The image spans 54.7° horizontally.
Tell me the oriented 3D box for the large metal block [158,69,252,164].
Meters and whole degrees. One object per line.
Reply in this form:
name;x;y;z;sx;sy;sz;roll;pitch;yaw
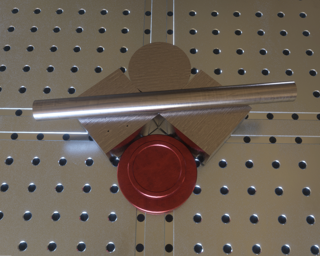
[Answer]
large metal block;0.055;-0.013;0.397;0.080;0.050;0.080;40;76;13

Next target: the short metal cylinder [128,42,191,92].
short metal cylinder;0.000;-0.068;0.419;0.081;0.050;0.080;0;70;0

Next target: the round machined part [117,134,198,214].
round machined part;-0.003;0.053;0.379;0.099;0.042;0.098;0;70;0

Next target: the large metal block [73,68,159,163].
large metal block;-0.058;-0.015;0.399;0.080;0.050;0.080;-38;76;-13

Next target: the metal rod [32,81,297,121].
metal rod;0.007;-0.032;0.364;0.302;0.025;0.025;-5;70;-1
